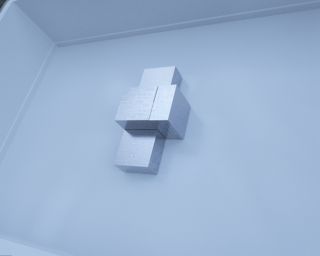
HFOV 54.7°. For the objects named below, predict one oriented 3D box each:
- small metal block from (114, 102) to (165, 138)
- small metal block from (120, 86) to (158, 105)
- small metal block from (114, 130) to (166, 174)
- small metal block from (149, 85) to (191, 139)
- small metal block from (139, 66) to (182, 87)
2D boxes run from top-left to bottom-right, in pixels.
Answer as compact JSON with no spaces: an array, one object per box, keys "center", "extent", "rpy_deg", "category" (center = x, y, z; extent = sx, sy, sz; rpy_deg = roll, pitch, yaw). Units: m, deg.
[{"center":[-0.022,-0.009,0.405],"extent":[0.050,0.050,0.025],"rpy_deg":[0,62,28],"category":"small metal block"},{"center":[-0.017,-0.031,0.415],"extent":[0.050,0.050,0.025],"rpy_deg":[0,62,28],"category":"small metal block"},{"center":[-0.026,0.030,0.398],"extent":[0.050,0.025,0.050],"rpy_deg":[0,62,28],"category":"small metal block"},{"center":[0.014,-0.019,0.392],"extent":[0.025,0.050,0.050],"rpy_deg":[0,62,28],"category":"small metal block"},{"center":[-0.001,-0.058,0.440],"extent":[0.050,0.025,0.050],"rpy_deg":[0,62,28],"category":"small metal block"}]
